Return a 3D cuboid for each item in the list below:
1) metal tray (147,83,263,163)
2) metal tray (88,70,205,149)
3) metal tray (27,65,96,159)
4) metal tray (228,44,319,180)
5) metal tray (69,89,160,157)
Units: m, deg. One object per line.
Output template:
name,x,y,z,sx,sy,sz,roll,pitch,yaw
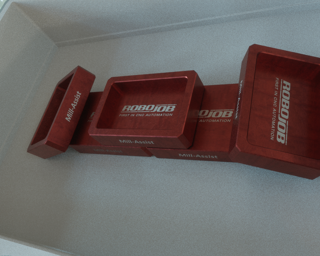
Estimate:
metal tray,0.054,-0.007,0.378,0.130,0.030,0.090,0,62,28
metal tray,-0.018,-0.023,0.385,0.130,0.030,0.090,1,61,28
metal tray,-0.150,-0.022,0.470,0.090,0.030,0.130,-17,50,50
metal tray,0.127,-0.020,0.322,0.090,0.030,0.130,13,65,3
metal tray,-0.061,-0.009,0.439,0.130,0.030,0.090,0,62,28
